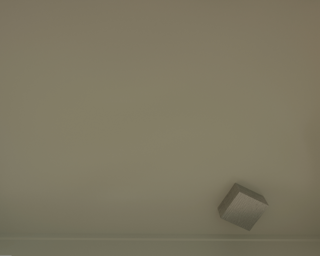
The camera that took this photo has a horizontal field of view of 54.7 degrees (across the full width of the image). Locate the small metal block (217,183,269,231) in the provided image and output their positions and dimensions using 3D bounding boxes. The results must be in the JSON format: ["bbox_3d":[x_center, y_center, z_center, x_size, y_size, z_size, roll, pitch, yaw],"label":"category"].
[{"bbox_3d":[0.121,0.116,0.456,0.050,0.025,0.050,26,108,-10],"label":"small metal block"}]
